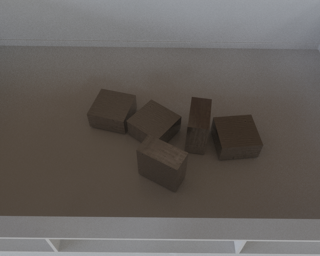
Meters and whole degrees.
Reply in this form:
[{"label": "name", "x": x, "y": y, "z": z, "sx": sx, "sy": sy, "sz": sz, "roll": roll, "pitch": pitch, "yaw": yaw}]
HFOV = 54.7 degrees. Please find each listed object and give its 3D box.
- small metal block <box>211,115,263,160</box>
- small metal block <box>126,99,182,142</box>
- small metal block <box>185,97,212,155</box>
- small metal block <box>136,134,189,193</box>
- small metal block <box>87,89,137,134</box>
[{"label": "small metal block", "x": 0.096, "y": 0.011, "z": 0.394, "sx": 0.050, "sy": 0.025, "sz": 0.050, "roll": -4, "pitch": 50, "yaw": -4}, {"label": "small metal block", "x": -0.008, "y": -0.004, "z": 0.405, "sx": 0.050, "sy": 0.025, "sz": 0.050, "roll": 32, "pitch": 56, "yaw": 23}, {"label": "small metal block", "x": 0.048, "y": -0.003, "z": 0.390, "sx": 0.025, "sy": 0.050, "sz": 0.050, "roll": 8, "pitch": 51, "yaw": 5}, {"label": "small metal block", "x": 0.002, "y": 0.041, "z": 0.352, "sx": 0.050, "sy": 0.050, "sz": 0.025, "roll": 25, "pitch": 55, "yaw": 18}, {"label": "small metal block", "x": -0.064, "y": -0.023, "z": 0.421, "sx": 0.050, "sy": 0.025, "sz": 0.050, "roll": 12, "pitch": 51, "yaw": 9}]
